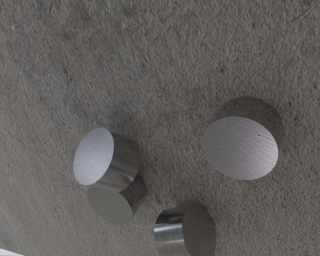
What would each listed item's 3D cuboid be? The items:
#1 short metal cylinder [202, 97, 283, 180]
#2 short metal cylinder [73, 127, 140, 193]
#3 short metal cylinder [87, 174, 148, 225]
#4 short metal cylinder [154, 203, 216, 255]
[{"bbox_3d":[0.093,0.011,0.348,0.080,0.050,0.079,13,124,21],"label":"short metal cylinder"},{"bbox_3d":[-0.074,0.045,0.430,0.080,0.080,0.050,-17,149,35],"label":"short metal cylinder"},{"bbox_3d":[-0.067,0.107,0.492,0.080,0.050,0.079,13,124,21],"label":"short metal cylinder"},{"bbox_3d":[0.038,0.153,0.446,0.050,0.080,0.080,-23,106,36],"label":"short metal cylinder"}]
